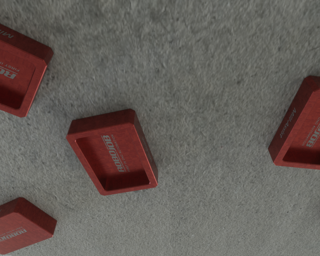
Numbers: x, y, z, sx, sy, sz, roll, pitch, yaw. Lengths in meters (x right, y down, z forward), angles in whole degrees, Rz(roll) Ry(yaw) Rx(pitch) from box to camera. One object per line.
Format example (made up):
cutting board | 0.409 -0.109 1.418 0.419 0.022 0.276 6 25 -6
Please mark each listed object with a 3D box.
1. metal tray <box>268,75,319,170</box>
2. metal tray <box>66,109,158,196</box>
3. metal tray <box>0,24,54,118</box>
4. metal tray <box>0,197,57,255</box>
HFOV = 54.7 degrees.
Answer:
metal tray | 0.210 -0.001 0.406 0.091 0.030 0.129 6 130 -6
metal tray | -0.062 0.039 0.436 0.090 0.030 0.129 -11 130 9
metal tray | -0.196 -0.074 0.337 0.131 0.030 0.089 24 126 -20
metal tray | -0.264 0.177 0.551 0.130 0.030 0.090 -24 127 19
